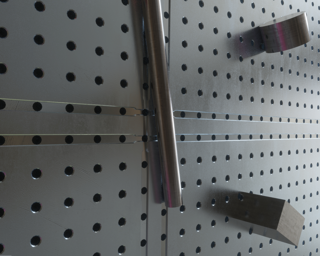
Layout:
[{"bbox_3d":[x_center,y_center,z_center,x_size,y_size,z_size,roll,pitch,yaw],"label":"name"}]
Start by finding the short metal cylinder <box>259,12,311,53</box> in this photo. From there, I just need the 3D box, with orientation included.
[{"bbox_3d":[0.230,-0.176,0.569,0.081,0.080,0.050,-33,111,-35],"label":"short metal cylinder"}]

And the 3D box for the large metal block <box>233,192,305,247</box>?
[{"bbox_3d":[0.189,0.156,0.536,0.080,0.080,0.050,39,66,-33],"label":"large metal block"}]

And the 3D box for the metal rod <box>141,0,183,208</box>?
[{"bbox_3d":[0.002,-0.042,0.412,0.025,0.025,0.298,-11,97,-40],"label":"metal rod"}]
